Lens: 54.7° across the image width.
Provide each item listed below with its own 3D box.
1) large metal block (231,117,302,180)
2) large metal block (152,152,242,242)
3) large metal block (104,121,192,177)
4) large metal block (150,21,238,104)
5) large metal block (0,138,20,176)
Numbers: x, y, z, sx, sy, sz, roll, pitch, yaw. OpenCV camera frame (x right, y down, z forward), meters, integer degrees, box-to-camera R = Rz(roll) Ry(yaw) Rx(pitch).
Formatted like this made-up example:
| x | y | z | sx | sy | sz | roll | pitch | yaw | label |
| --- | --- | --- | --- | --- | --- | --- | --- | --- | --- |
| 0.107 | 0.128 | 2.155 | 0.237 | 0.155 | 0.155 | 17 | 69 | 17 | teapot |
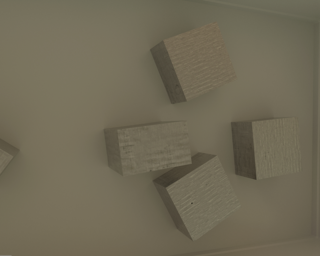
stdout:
| x | y | z | sx | sy | sz | roll | pitch | yaw | label |
| --- | --- | --- | --- | --- | --- | --- | --- | --- | --- |
| 0.157 | 0.027 | 0.457 | 0.081 | 0.050 | 0.079 | -6 | 92 | -20 | large metal block |
| 0.049 | 0.089 | 0.417 | 0.080 | 0.050 | 0.080 | -29 | 100 | -18 | large metal block |
| -0.018 | 0.021 | 0.376 | 0.081 | 0.080 | 0.050 | -8 | 93 | -20 | large metal block |
| 0.045 | -0.085 | 0.415 | 0.081 | 0.050 | 0.080 | -25 | 99 | -19 | large metal block |
| -0.195 | 0.024 | 0.309 | 0.080 | 0.080 | 0.050 | 36 | 78 | -17 | large metal block |
